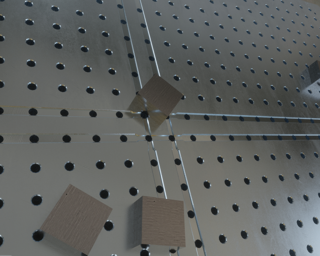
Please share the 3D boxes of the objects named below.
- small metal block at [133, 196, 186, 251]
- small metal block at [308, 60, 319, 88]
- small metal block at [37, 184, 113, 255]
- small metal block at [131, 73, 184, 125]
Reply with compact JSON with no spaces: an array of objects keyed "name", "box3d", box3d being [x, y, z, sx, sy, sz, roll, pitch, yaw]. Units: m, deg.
[{"name":"small metal block","box3d":[-0.001,0.106,0.343,0.050,0.025,0.050,13,56,-21]},{"name":"small metal block","box3d":[0.349,-0.111,0.662,0.050,0.025,0.050,19,54,-17]},{"name":"small metal block","box3d":[-0.083,0.092,0.307,0.050,0.025,0.050,33,52,-7]},{"name":"small metal block","box3d":[-0.003,-0.040,0.431,0.050,0.025,0.050,38,51,-3]}]
